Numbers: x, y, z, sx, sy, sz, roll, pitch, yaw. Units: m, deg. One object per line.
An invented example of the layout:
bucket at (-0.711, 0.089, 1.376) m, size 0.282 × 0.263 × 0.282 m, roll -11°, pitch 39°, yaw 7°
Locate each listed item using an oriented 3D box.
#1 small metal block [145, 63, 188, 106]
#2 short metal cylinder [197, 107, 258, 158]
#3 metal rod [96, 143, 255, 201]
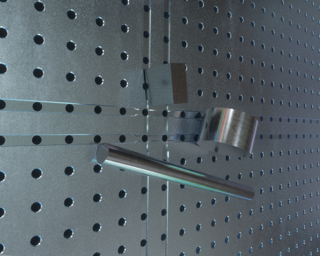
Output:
small metal block at (0.008, -0.055, 0.401) m, size 0.025 × 0.050 × 0.050 m, roll -8°, pitch 96°, yaw -40°
short metal cylinder at (0.100, 0.008, 0.460) m, size 0.080 × 0.080 × 0.050 m, roll 26°, pitch 74°, yaw -37°
metal rod at (0.044, 0.072, 0.448) m, size 0.302 × 0.025 × 0.025 m, roll 21°, pitch 77°, yaw -38°
